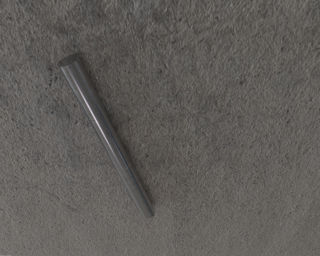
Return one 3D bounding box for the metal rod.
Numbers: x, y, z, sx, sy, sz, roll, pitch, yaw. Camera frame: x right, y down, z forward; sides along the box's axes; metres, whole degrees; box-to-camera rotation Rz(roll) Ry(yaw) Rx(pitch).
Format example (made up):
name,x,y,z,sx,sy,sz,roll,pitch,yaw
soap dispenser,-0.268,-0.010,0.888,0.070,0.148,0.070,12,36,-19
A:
name,x,y,z,sx,sy,sz,roll,pitch,yaw
metal rod,-0.061,0.035,0.435,0.025,0.025,0.299,-12,129,10
